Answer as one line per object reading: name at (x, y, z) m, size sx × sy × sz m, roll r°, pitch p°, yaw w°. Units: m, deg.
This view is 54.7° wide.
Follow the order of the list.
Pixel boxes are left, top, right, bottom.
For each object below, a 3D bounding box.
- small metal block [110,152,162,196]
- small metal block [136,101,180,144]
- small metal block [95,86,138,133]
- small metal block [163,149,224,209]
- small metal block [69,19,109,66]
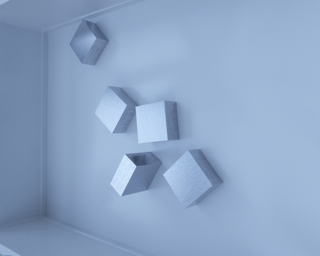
small metal block at (-0.031, 0.061, 0.417) m, size 0.025 × 0.050 × 0.050 m, roll 41°, pitch 115°, yaw 32°
small metal block at (-0.004, -0.007, 0.410) m, size 0.050 × 0.025 × 0.050 m, roll -8°, pitch 85°, yaw 39°
small metal block at (-0.065, -0.027, 0.461) m, size 0.050 × 0.025 × 0.050 m, roll 45°, pitch 117°, yaw 30°
small metal block at (0.039, 0.061, 0.375) m, size 0.050 × 0.025 × 0.050 m, roll -48°, pitch 62°, yaw 29°
small metal block at (-0.116, -0.138, 0.503) m, size 0.050 × 0.025 × 0.050 m, roll -50°, pitch 61°, yaw 28°
